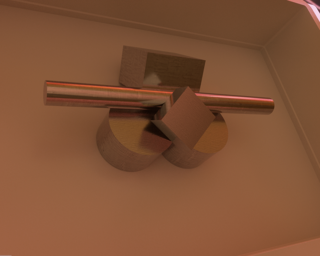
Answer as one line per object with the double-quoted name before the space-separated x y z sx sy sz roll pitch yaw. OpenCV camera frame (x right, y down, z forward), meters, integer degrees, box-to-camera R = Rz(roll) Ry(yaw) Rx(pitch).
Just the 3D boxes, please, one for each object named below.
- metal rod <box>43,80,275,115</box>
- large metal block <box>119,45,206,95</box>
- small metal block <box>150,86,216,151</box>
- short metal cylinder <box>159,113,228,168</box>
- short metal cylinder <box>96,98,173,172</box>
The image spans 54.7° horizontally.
"metal rod" 0.021 -0.033 0.373 0.303 0.025 0.025 1 62 -28
"large metal block" 0.000 -0.074 0.408 0.081 0.050 0.080 1 18 -28
"small metal block" 0.027 -0.011 0.348 0.050 0.025 0.050 45 70 -21
"short metal cylinder" 0.042 0.007 0.408 0.081 0.050 0.080 14 56 -21
"short metal cylinder" -0.030 0.006 0.370 0.081 0.050 0.080 14 56 -21
